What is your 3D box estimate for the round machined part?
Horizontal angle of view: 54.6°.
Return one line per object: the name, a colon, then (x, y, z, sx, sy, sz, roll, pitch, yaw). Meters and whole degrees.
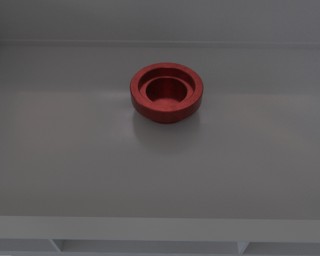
round machined part: (0.009, -0.044, 0.431, 0.099, 0.042, 0.098, 0, 50, 0)
